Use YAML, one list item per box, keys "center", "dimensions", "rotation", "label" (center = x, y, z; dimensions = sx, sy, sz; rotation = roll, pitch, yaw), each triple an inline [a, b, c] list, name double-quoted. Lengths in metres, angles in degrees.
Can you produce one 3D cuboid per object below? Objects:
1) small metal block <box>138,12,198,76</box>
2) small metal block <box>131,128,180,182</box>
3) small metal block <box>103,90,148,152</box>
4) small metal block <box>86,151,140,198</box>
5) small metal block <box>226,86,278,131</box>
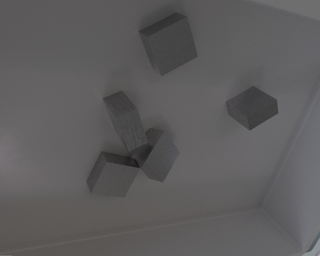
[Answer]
- center: [0.010, -0.096, 0.355]
  dimensions: [0.050, 0.025, 0.050]
  rotation: [-30, 129, -9]
  label: "small metal block"
- center: [-0.005, 0.036, 0.414]
  dimensions: [0.050, 0.025, 0.050]
  rotation: [-58, 135, -26]
  label: "small metal block"
- center: [-0.041, -0.009, 0.364]
  dimensions: [0.025, 0.050, 0.050]
  rotation: [-25, 128, -13]
  label: "small metal block"
- center: [-0.063, 0.063, 0.413]
  dimensions: [0.050, 0.025, 0.050]
  rotation: [17, 110, -35]
  label: "small metal block"
- center: [0.132, -0.029, 0.446]
  dimensions: [0.050, 0.050, 0.025]
  rotation: [-30, 129, -10]
  label: "small metal block"
